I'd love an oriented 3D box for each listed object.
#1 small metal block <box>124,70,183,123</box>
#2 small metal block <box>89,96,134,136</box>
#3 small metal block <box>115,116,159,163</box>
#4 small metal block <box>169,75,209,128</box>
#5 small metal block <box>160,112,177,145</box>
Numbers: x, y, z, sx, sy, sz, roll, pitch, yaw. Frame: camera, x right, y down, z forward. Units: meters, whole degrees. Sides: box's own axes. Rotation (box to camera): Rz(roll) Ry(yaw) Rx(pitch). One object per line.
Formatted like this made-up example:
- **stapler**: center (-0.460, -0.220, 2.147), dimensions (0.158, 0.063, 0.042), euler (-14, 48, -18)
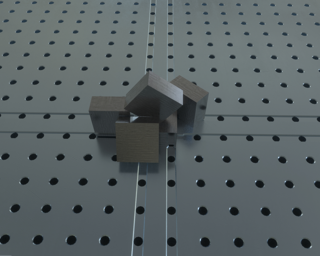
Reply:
- **small metal block**: center (-0.008, -0.034, 0.375), dimensions (0.050, 0.050, 0.025), euler (27, 45, -26)
- **small metal block**: center (-0.061, -0.014, 0.403), dimensions (0.050, 0.050, 0.025), euler (1, 51, 1)
- **small metal block**: center (-0.026, 0.014, 0.377), dimensions (0.050, 0.050, 0.025), euler (1, 18, 1)
- **small metal block**: center (0.036, -0.036, 0.422), dimensions (0.050, 0.050, 0.025), euler (36, 58, 26)
- **small metal block**: center (-0.003, -0.006, 0.412), dimensions (0.050, 0.025, 0.050), euler (2, 50, 0)
